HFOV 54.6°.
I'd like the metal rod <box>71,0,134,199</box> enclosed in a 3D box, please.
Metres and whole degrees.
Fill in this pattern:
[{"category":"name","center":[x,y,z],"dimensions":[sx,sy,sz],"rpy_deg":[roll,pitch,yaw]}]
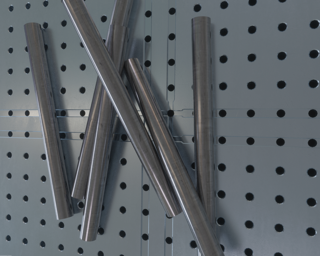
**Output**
[{"category":"metal rod","center":[-0.083,-0.045,0.442],"dimensions":[0.025,0.025,0.298],"rpy_deg":[16,95,19]}]

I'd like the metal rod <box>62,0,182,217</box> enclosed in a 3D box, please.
[{"category":"metal rod","center":[-0.044,-0.024,0.393],"dimensions":[0.025,0.025,0.299],"rpy_deg":[-24,95,18]}]

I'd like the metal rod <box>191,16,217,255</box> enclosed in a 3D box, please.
[{"category":"metal rod","center":[0.056,0.012,0.393],"dimensions":[0.025,0.025,0.298],"rpy_deg":[-2,89,20]}]

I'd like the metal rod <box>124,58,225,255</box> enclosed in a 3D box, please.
[{"category":"metal rod","center":[0.016,0.043,0.389],"dimensions":[0.025,0.025,0.299],"rpy_deg":[-28,74,18]}]

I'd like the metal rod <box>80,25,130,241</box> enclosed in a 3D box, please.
[{"category":"metal rod","center":[-0.078,0.013,0.428],"dimensions":[0.025,0.025,0.298],"rpy_deg":[13,99,19]}]

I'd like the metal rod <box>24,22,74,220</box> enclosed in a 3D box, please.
[{"category":"metal rod","center":[-0.170,-0.013,0.473],"dimensions":[0.025,0.025,0.299],"rpy_deg":[-13,86,19]}]
